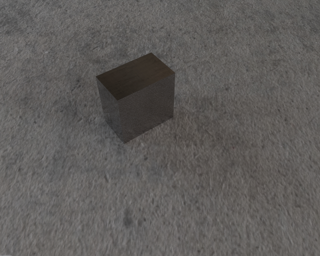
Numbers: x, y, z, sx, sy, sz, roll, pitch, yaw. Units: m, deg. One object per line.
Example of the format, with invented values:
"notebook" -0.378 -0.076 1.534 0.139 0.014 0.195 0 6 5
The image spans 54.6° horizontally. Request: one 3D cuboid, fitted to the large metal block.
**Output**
"large metal block" -0.029 -0.038 0.400 0.080 0.080 0.050 -29 56 -22
